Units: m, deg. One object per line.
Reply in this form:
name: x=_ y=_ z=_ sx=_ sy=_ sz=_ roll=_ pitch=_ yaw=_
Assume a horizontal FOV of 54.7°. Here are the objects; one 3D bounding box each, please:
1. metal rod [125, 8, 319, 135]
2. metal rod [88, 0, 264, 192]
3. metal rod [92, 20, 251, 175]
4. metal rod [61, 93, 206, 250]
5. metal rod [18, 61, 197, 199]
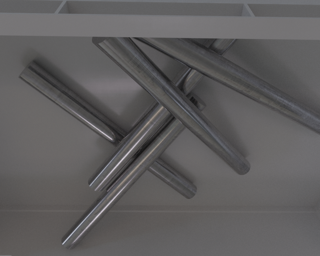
metal rod: x=0.100 y=-0.045 z=0.339 sx=0.302 sy=0.025 sz=0.025 roll=21 pitch=128 yaw=-29
metal rod: x=0.002 y=-0.023 z=0.367 sx=0.025 sy=0.025 sz=0.299 roll=30 pitch=117 yaw=-23
metal rod: x=0.038 y=-0.010 z=0.357 sx=0.025 sy=0.025 sz=0.301 roll=-28 pitch=138 yaw=22
metal rod: x=-0.047 y=0.070 z=0.426 sx=0.025 sy=0.025 sz=0.299 roll=32 pitch=112 yaw=-24
metal rod: x=-0.051 y=0.018 z=0.423 sx=0.025 sy=0.025 sz=0.301 roll=-35 pitch=122 yaw=26
